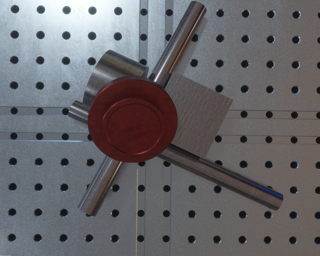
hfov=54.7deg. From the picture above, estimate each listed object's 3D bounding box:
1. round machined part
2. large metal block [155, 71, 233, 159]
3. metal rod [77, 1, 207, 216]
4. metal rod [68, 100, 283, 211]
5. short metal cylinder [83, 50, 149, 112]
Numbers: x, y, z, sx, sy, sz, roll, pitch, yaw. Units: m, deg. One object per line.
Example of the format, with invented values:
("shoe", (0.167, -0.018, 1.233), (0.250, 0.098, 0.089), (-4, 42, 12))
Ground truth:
("round machined part", (-0.029, -0.005, 0.339), (0.099, 0.042, 0.097), (-3, 110, -7))
("large metal block", (0.035, -0.016, 0.398), (0.080, 0.050, 0.080), (26, 90, -1))
("metal rod", (-0.019, -0.030, 0.394), (0.025, 0.025, 0.299), (28, 82, -1))
("metal rod", (0.021, 0.037, 0.413), (0.301, 0.025, 0.025), (25, 90, -1))
("short metal cylinder", (-0.054, -0.049, 0.384), (0.050, 0.080, 0.080), (25, 90, -1))
